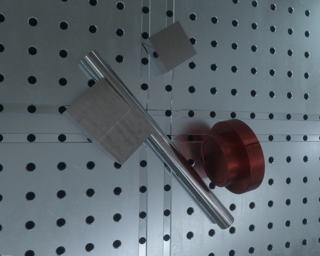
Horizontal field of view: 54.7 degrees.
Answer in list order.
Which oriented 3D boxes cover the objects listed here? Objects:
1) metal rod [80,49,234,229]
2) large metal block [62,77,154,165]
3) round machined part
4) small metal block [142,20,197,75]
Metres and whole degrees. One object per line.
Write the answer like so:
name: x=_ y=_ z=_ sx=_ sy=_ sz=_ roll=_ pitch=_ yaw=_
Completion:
metal rod: x=0.004 y=0.024 z=0.414 sx=0.025 sy=0.025 sz=0.300 roll=-43 pitch=104 yaw=-15
large metal block: x=-0.064 y=-0.007 z=0.360 sx=0.050 sy=0.080 sz=0.080 roll=-47 pitch=105 yaw=-14
round machined part: x=0.088 y=0.039 z=0.406 sx=0.042 sy=0.098 sz=0.097 roll=-12 pitch=95 yaw=-20
small metal block: x=0.013 y=-0.108 z=0.417 sx=0.050 sy=0.025 sz=0.050 roll=-35 pitch=102 yaw=-17
